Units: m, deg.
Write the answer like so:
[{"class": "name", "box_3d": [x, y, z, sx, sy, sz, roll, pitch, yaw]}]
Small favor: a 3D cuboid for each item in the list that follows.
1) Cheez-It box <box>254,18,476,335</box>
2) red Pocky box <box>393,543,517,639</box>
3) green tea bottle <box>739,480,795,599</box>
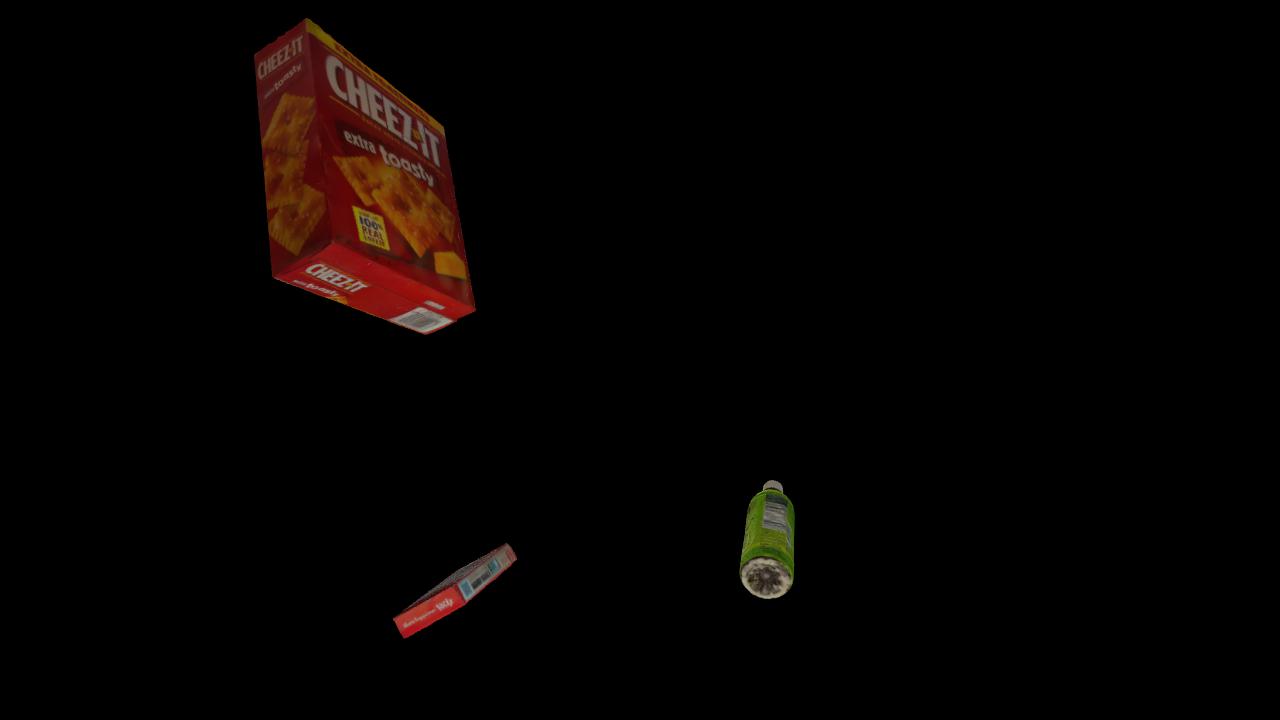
[{"class": "Cheez-It box", "box_3d": [-0.235, -0.150, 0.540, 0.071, 0.223, 0.166, -22, -21, 17]}, {"class": "red Pocky box", "box_3d": [-0.209, 0.263, 0.714, 0.083, 0.028, 0.155, -29, -5, 8]}, {"class": "green tea bottle", "box_3d": [0.185, 0.239, 0.871, 0.073, 0.073, 0.212, 0, 21, 17]}]
